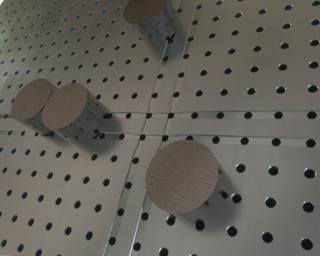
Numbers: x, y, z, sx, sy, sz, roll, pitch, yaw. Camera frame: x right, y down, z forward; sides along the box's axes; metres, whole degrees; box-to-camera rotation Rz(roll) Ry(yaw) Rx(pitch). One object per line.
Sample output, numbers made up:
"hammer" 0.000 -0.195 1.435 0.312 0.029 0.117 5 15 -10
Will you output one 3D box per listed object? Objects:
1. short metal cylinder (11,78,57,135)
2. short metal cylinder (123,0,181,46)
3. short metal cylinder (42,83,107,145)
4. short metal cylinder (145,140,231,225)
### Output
"short metal cylinder" -0.196 -0.035 0.514 0.080 0.050 0.080 -13 56 21
"short metal cylinder" -0.013 -0.183 0.510 0.080 0.050 0.080 -13 56 20
"short metal cylinder" -0.130 -0.021 0.471 0.080 0.050 0.080 -13 57 20
"short metal cylinder" 0.031 0.060 0.338 0.080 0.050 0.080 -13 56 20
